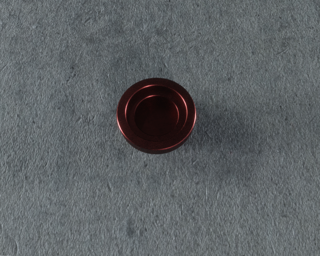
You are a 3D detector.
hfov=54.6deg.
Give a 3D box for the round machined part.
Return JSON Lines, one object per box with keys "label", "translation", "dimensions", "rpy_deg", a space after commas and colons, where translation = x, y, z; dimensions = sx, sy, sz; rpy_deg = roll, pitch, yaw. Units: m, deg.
{"label": "round machined part", "translation": [-0.004, -0.013, 0.404], "dimensions": [0.099, 0.042, 0.098], "rpy_deg": [0, 70, 0]}
